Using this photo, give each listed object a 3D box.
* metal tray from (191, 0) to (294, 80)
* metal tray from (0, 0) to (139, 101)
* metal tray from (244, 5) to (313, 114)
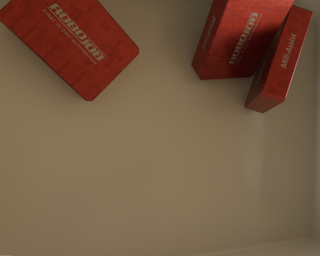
[{"bbox_3d":[0.102,-0.122,0.400,0.091,0.129,0.030,-7,52,-20],"label":"metal tray"},{"bbox_3d":[-0.099,-0.106,0.354,0.090,0.030,0.130,-48,116,-8],"label":"metal tray"},{"bbox_3d":[0.163,-0.092,0.435,0.030,0.090,0.130,20,83,4],"label":"metal tray"}]
